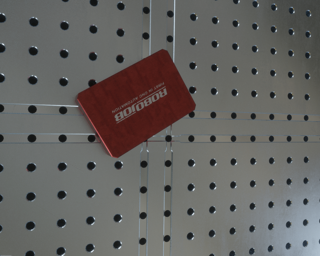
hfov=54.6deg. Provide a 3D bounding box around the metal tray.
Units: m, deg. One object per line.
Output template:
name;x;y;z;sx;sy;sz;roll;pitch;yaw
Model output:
metal tray;-0.029;-0.032;0.399;0.131;0.030;0.090;-32;101;-17
